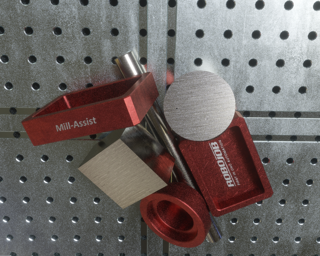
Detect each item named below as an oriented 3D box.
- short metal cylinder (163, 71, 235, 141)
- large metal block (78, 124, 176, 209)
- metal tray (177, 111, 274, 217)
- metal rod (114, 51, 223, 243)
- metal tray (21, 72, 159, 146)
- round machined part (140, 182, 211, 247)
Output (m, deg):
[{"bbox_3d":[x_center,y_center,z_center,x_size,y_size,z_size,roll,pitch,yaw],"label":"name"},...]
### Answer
[{"bbox_3d":[0.048,-0.024,0.372,0.080,0.050,0.080,-1,86,11],"label":"short metal cylinder"},{"bbox_3d":[-0.041,0.045,0.393,0.080,0.050,0.080,-34,108,30],"label":"large metal block"},{"bbox_3d":[0.090,0.051,0.427,0.090,0.030,0.129,-24,109,8],"label":"metal tray"},{"bbox_3d":[0.019,0.038,0.423,0.025,0.025,0.299,-24,109,8],"label":"metal rod"},{"bbox_3d":[-0.075,-0.023,0.350,0.130,0.090,0.030,-11,112,19],"label":"metal tray"},{"bbox_3d":[0.025,0.114,0.427,0.098,0.042,0.097,17,129,23],"label":"round machined part"}]
